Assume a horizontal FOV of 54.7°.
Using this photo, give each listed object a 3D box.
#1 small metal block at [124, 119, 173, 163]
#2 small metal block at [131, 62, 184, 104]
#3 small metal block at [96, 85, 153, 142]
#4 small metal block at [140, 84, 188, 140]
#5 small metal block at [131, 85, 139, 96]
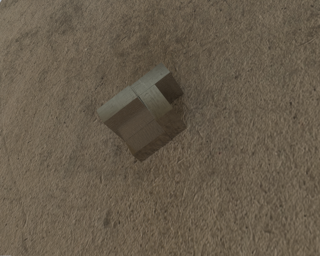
[{"bbox_3d":[-0.020,0.009,0.409,0.050,0.025,0.050,-36,51,3],"label":"small metal block"},{"bbox_3d":[-0.002,-0.052,0.421,0.050,0.050,0.025,-37,51,3],"label":"small metal block"},{"bbox_3d":[-0.042,-0.017,0.388,0.050,0.050,0.025,-37,51,3],"label":"small metal block"},{"bbox_3d":[0.005,-0.020,0.398,0.025,0.050,0.050,-37,51,3],"label":"small metal block"},{"bbox_3d":[-0.042,-0.022,0.423,0.050,0.050,0.025,-37,51,3],"label":"small metal block"}]
